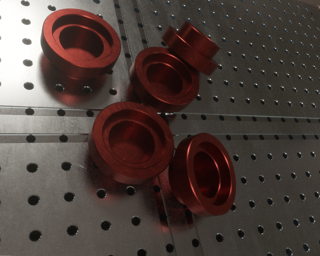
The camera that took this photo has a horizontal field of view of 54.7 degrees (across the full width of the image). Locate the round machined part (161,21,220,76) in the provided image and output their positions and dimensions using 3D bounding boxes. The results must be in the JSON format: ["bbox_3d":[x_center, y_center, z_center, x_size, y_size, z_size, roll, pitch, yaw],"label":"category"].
[{"bbox_3d":[0.053,-0.127,0.478,0.098,0.042,0.098,34,20,-14],"label":"round machined part"}]

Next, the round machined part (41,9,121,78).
[{"bbox_3d":[-0.104,-0.105,0.406,0.099,0.042,0.098,14,56,-21],"label":"round machined part"}]

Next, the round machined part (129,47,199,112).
[{"bbox_3d":[0.003,-0.064,0.439,0.099,0.042,0.098,14,56,-21],"label":"round machined part"}]

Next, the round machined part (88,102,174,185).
[{"bbox_3d":[-0.036,0.020,0.366,0.099,0.042,0.098,14,56,-21],"label":"round machined part"}]

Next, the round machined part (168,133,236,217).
[{"bbox_3d":[0.048,0.058,0.376,0.099,0.042,0.098,23,57,-41],"label":"round machined part"}]
